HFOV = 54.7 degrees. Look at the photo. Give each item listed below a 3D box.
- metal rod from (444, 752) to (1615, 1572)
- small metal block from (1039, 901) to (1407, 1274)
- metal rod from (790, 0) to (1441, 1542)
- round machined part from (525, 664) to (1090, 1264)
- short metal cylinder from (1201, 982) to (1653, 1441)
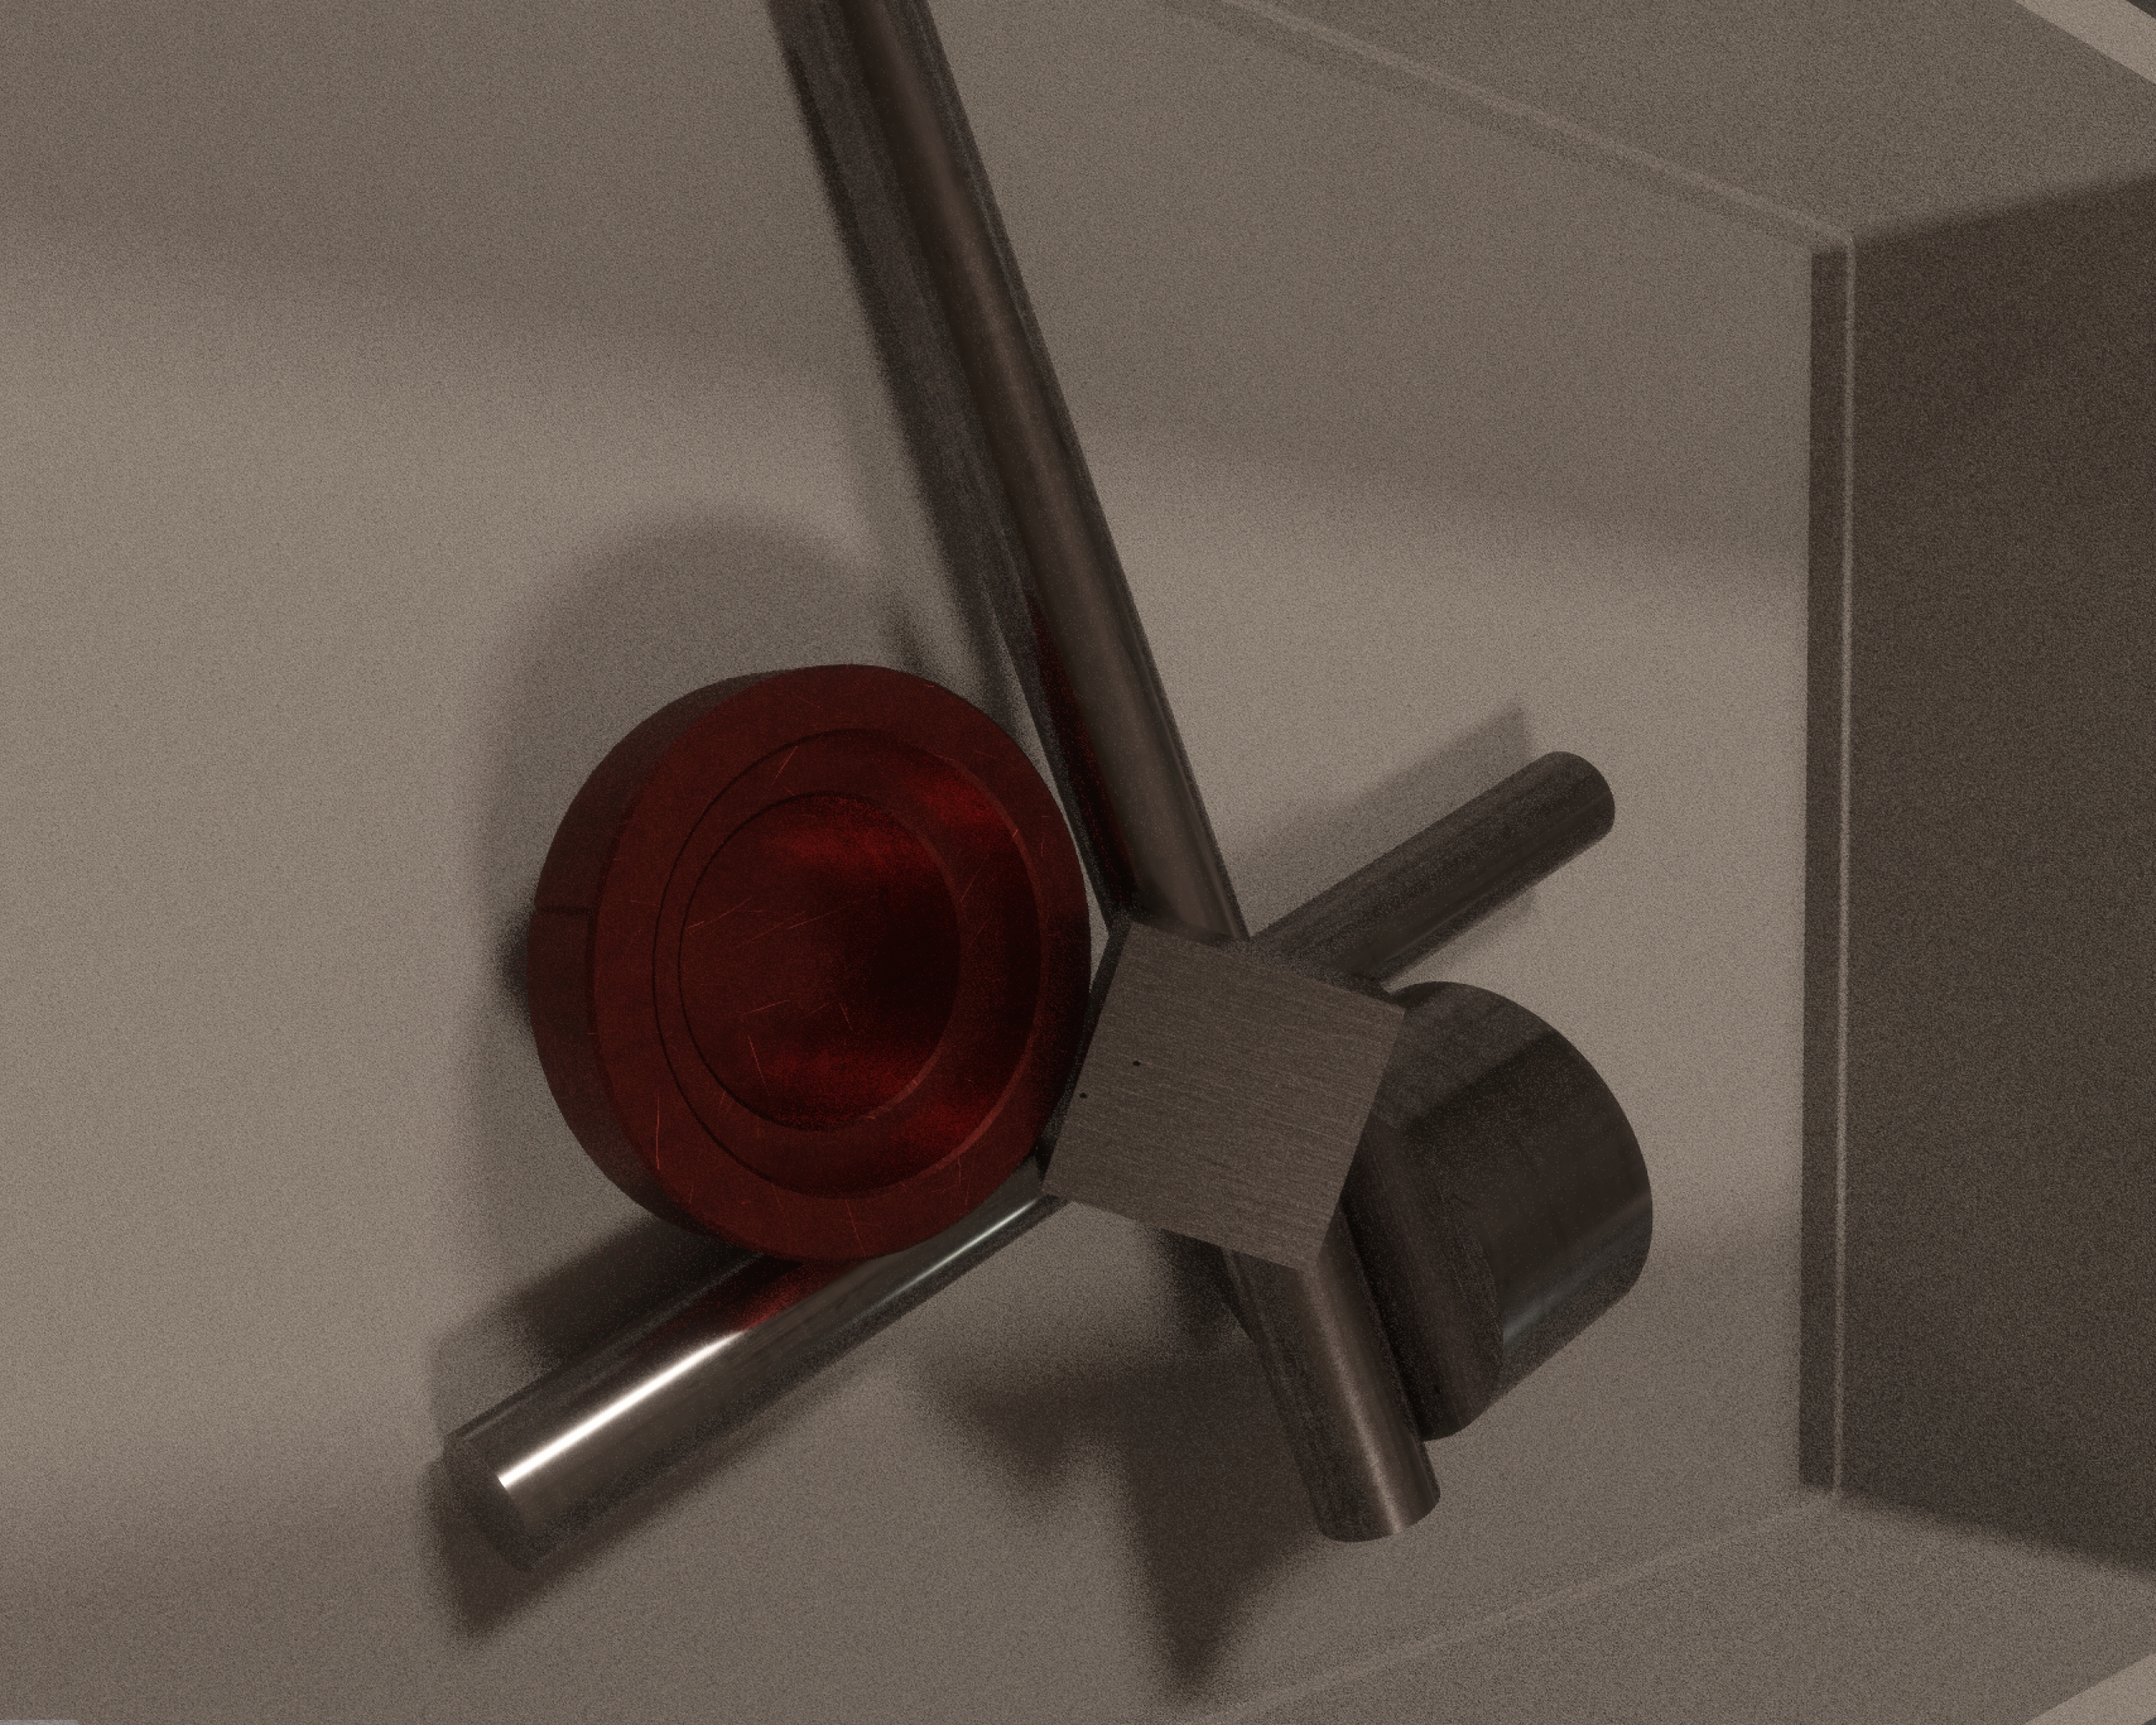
[{"bbox_3d":[0.014,0.043,0.418,0.302,0.025,0.025,-29,108,-37],"label":"metal rod"},{"bbox_3d":[0.025,0.040,0.374,0.050,0.025,0.050,18,95,-6],"label":"small metal block"},{"bbox_3d":[0.010,-0.013,0.392,0.025,0.025,0.298,-25,99,-38],"label":"metal rod"},{"bbox_3d":[-0.048,0.016,0.355,0.099,0.042,0.097,0,90,-40],"label":"round machined part"},{"bbox_3d":[0.069,0.071,0.430,0.050,0.080,0.080,-25,106,-38],"label":"short metal cylinder"}]
